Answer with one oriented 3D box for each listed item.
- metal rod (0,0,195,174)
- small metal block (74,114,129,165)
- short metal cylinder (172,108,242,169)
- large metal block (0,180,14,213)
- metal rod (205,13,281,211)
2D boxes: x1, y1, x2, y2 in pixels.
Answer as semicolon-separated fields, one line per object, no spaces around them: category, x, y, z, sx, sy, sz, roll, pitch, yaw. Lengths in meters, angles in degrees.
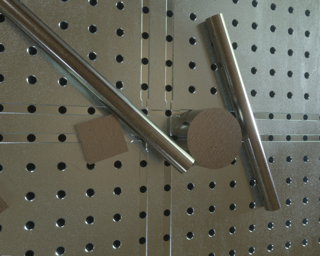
metal rod;-0.076;-0.052;0.365;0.300;0.025;0.025;42;77;-8
small metal block;-0.073;0.012;0.386;0.050;0.025;0.050;-19;97;-19
short metal cylinder;0.063;0.013;0.423;0.081;0.050;0.079;0;90;-20
large metal block;-0.215;0.072;0.320;0.080;0.050;0.080;-38;102;-16
metal rod;0.125;-0.018;0.458;0.025;0.025;0.298;-22;97;-19
